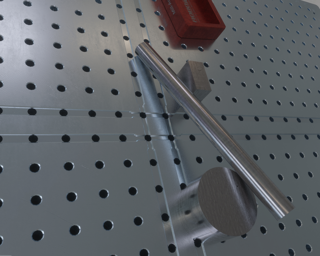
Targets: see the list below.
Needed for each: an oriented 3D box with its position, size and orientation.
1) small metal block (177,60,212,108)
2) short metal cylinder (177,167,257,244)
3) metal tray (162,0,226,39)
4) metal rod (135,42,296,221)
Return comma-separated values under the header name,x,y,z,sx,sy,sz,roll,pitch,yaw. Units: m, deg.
name,x,y,z,sx,sy,sz,roll,pitch,yaw
small metal block,0.045,-0.062,0.454,0.025,0.050,0.050,2,61,-28
short metal cylinder,0.067,0.093,0.371,0.081,0.050,0.080,14,56,-21
metal tray,0.056,-0.225,0.571,0.091,0.030,0.130,-8,66,-32
metal rod,0.057,-0.012,0.405,0.025,0.025,0.300,-19,59,-35
